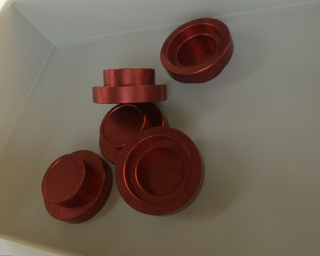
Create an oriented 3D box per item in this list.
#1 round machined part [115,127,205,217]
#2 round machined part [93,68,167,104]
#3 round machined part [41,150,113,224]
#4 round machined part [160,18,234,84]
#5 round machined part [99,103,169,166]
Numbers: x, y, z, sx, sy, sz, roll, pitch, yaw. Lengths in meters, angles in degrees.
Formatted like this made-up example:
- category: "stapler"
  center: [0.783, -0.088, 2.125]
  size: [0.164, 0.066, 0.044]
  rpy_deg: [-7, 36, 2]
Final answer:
- category: "round machined part"
  center: [0.003, 0.051, 0.354]
  size: [0.098, 0.042, 0.098]
  rpy_deg: [-6, 69, 16]
- category: "round machined part"
  center: [-0.040, -0.057, 0.412]
  size: [0.098, 0.099, 0.042]
  rpy_deg: [3, 99, 29]
- category: "round machined part"
  center: [-0.116, 0.073, 0.411]
  size: [0.098, 0.042, 0.098]
  rpy_deg: [-13, 56, 21]
- category: "round machined part"
  center: [0.054, -0.101, 0.429]
  size: [0.098, 0.042, 0.098]
  rpy_deg: [-13, 56, 21]
- category: "round machined part"
  center: [-0.041, 0.004, 0.414]
  size: [0.098, 0.042, 0.098]
  rpy_deg: [-13, 56, 21]
